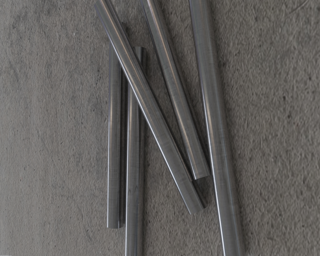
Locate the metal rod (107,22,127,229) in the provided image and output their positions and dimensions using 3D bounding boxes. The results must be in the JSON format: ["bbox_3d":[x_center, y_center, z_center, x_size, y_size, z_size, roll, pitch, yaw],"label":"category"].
[{"bbox_3d":[-0.064,-0.004,0.457,0.025,0.025,0.298,2,91,40],"label":"metal rod"}]

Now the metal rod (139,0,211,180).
[{"bbox_3d":[0.011,-0.082,0.395,0.025,0.025,0.299,-26,74,37],"label":"metal rod"}]

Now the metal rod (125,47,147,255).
[{"bbox_3d":[-0.034,0.039,0.433,0.025,0.025,0.298,2,91,40],"label":"metal rod"}]

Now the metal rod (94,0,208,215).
[{"bbox_3d":[-0.016,-0.036,0.395,0.025,0.025,0.299,-32,77,35],"label":"metal rod"}]

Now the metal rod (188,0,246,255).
[{"bbox_3d":[0.064,-0.006,0.352,0.025,0.025,0.298,-11,83,39],"label":"metal rod"}]
